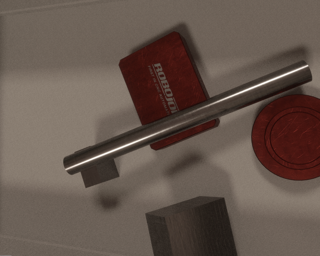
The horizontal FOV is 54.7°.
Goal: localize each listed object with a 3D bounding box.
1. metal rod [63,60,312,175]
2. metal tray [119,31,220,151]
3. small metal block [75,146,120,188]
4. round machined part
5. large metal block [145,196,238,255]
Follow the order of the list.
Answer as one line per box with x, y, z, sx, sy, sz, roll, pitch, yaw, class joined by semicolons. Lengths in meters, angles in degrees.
0.022;-0.007;0.364;0.301;0.025;0.025;-22;83;11;metal rod
0.011;-0.046;0.403;0.090;0.030;0.129;-24;82;18;metal tray
-0.086;0.051;0.426;0.025;0.050;0.050;-21;83;18;small metal block
0.154;0.011;0.347;0.098;0.042;0.097;0;90;19;round machined part
0.037;0.130;0.361;0.050;0.081;0.080;-20;81;61;large metal block
